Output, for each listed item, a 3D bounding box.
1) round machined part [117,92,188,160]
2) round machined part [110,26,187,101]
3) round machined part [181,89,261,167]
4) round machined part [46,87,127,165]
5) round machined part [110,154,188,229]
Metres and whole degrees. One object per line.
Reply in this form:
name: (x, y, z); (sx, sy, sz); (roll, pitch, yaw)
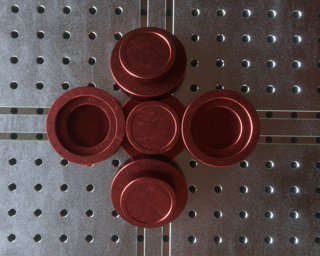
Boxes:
round machined part: (-0.008, -0.001, 0.404); (0.099, 0.042, 0.097); (0, 90, -1)
round machined part: (-0.015, -0.086, 0.393); (0.099, 0.042, 0.098); (0, 76, 1)
round machined part: (0.076, 0.000, 0.405); (0.099, 0.042, 0.097); (0, 90, -1)
round machined part: (-0.092, -0.003, 0.403); (0.099, 0.042, 0.097); (0, 90, -1)
round machined part: (-0.014, 0.085, 0.393); (0.099, 0.042, 0.097); (0, 105, 0)
